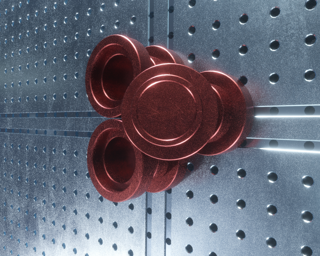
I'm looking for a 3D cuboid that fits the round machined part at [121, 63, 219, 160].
[{"bbox_3d":[0.009,-0.016,0.309,0.098,0.042,0.097,0,90,8],"label":"round machined part"}]

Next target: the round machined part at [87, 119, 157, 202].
[{"bbox_3d":[-0.042,0.038,0.379,0.098,0.042,0.097,0,90,40],"label":"round machined part"}]

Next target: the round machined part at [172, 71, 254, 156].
[{"bbox_3d":[0.053,-0.017,0.356,0.098,0.042,0.097,0,90,40],"label":"round machined part"}]

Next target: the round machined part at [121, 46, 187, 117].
[{"bbox_3d":[-0.015,-0.061,0.413,0.098,0.042,0.097,0,90,40],"label":"round machined part"}]

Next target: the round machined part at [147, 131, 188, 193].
[{"bbox_3d":[-0.015,0.037,0.412,0.098,0.042,0.097,0,90,40],"label":"round machined part"}]

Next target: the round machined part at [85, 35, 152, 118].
[{"bbox_3d":[-0.045,-0.061,0.381,0.098,0.042,0.097,0,90,40],"label":"round machined part"}]
